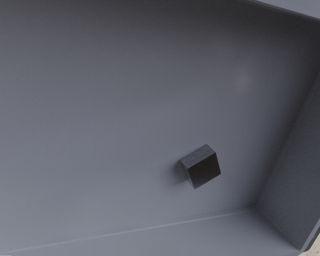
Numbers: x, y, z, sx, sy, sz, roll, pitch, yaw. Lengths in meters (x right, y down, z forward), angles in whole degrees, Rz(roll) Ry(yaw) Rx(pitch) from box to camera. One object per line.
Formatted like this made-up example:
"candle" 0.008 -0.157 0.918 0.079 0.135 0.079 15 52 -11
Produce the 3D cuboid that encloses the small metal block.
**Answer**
"small metal block" 0.064 0.061 0.483 0.050 0.025 0.050 -29 129 -11
